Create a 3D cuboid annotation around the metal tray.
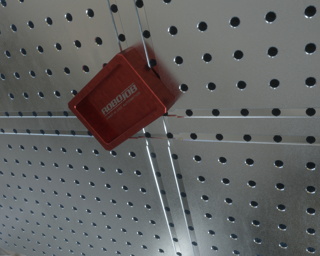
[{"bbox_3d":[-0.055,-0.033,0.414,0.130,0.030,0.090,-33,100,38],"label":"metal tray"}]
